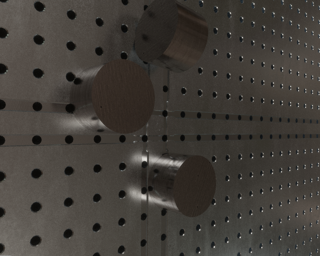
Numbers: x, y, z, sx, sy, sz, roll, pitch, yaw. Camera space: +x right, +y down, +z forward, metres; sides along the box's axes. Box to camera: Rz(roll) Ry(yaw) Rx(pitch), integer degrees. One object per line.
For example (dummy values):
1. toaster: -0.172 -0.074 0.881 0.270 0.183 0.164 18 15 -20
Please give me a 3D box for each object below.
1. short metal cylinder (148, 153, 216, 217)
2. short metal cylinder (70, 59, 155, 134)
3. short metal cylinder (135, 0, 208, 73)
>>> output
1. short metal cylinder: 0.031 0.075 0.421 0.081 0.050 0.079 0 90 -40
2. short metal cylinder: -0.053 -0.034 0.350 0.081 0.050 0.079 0 90 -40
3. short metal cylinder: 0.013 -0.114 0.386 0.050 0.080 0.080 11 83 -40
